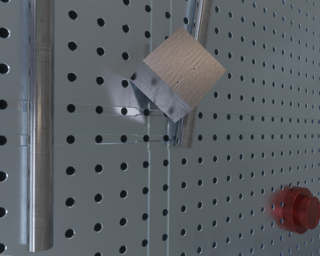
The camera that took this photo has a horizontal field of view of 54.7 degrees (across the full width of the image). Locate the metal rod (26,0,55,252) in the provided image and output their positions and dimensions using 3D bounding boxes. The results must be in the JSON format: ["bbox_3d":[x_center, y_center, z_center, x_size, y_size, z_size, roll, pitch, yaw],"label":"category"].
[{"bbox_3d":[-0.119,-0.030,0.309,0.025,0.025,0.298,0,90,-40],"label":"metal rod"}]

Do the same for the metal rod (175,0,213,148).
[{"bbox_3d":[0.056,-0.119,0.456,0.025,0.025,0.298,15,81,-39],"label":"metal rod"}]

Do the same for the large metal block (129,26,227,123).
[{"bbox_3d":[0.023,-0.068,0.394,0.080,0.050,0.080,44,61,-4],"label":"large metal block"}]

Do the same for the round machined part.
[{"bbox_3d":[0.304,0.176,0.655,0.099,0.042,0.097,0,90,-40],"label":"round machined part"}]
